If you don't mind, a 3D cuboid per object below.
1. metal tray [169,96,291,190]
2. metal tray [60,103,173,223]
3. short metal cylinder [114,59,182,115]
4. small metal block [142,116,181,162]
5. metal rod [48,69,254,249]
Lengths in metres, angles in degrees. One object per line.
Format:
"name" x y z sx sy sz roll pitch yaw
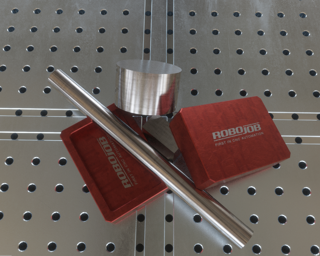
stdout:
"metal tray" 0.086 0.013 0.374 0.131 0.030 0.090 -11 68 -30
"metal tray" -0.055 0.040 0.389 0.090 0.030 0.130 -30 73 -11
"short metal cylinder" -0.016 -0.054 0.391 0.080 0.080 0.050 8 112 3
"small metal block" 0.006 0.013 0.389 0.050 0.050 0.025 39 75 13
"metal rod" -0.021 0.028 0.366 0.300 0.025 0.025 39 75 12
